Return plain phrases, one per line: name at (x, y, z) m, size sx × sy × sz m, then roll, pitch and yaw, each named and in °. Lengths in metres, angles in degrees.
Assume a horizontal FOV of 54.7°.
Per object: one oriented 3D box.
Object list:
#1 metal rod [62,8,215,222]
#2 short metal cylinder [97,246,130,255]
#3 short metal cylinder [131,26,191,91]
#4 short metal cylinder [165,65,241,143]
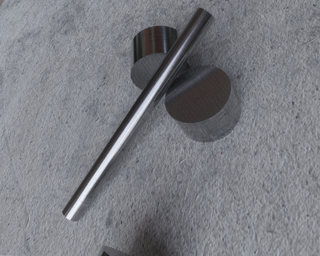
metal rod at (-0.030, -0.011, 0.380) m, size 0.025 × 0.025 × 0.299 m, roll 40°, pitch 98°, yaw 39°
short metal cylinder at (-0.032, 0.154, 0.291) m, size 0.080 × 0.080 × 0.050 m, roll 18°, pitch 71°, yaw 35°
short metal cylinder at (0.000, -0.091, 0.425) m, size 0.080 × 0.080 × 0.050 m, roll -16°, pitch 55°, yaw 19°
short metal cylinder at (0.053, -0.029, 0.378) m, size 0.080 × 0.050 × 0.080 m, roll -13°, pitch 56°, yaw 21°
